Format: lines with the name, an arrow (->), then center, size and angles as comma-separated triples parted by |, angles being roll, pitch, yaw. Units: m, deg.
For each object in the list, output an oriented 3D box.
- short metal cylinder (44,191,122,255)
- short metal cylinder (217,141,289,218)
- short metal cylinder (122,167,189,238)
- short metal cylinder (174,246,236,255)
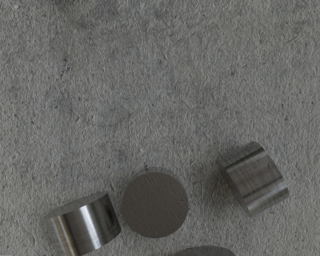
short metal cylinder -> -0.094, 0.117, 0.382 | 0.080, 0.080, 0.050 | -20, 90, 0
short metal cylinder -> 0.113, 0.063, 0.383 | 0.050, 0.080, 0.080 | -29, 90, 0
short metal cylinder -> -0.006, 0.093, 0.397 | 0.081, 0.050, 0.080 | 0, 90, 0
short metal cylinder -> 0.056, 0.187, 0.383 | 0.080, 0.080, 0.050 | -8, 90, 0
